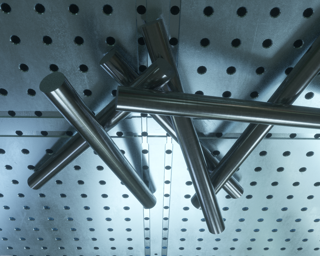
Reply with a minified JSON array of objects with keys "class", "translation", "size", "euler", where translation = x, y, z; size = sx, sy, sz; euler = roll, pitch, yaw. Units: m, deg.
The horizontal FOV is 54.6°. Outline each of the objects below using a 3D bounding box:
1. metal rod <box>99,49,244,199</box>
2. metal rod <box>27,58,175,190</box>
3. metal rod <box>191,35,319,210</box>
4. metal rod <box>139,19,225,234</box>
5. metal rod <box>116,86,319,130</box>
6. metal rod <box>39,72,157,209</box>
[{"class":"metal rod","translation":[0.033,0.012,0.421],"size":[0.025,0.025,0.300],"euler":[-30,124,23]},{"class":"metal rod","translation":[-0.094,0.012,0.397],"size":[0.025,0.025,0.299],"euler":[35,129,-26]},{"class":"metal rod","translation":[0.124,0.002,0.393],"size":[0.025,0.025,0.298],"euler":[21,121,-17]},{"class":"metal rod","translation":[0.036,0.018,0.385],"size":[0.025,0.025,0.299],"euler":[-14,116,12]},{"class":"metal rod","translation":[0.104,-0.017,0.341],"size":[0.302,0.025,0.025],"euler":[5,130,-14]},{"class":"metal rod","translation":[-0.058,0.041,0.398],"size":[0.025,0.025,0.299],"euler":[-12,144,10]}]
